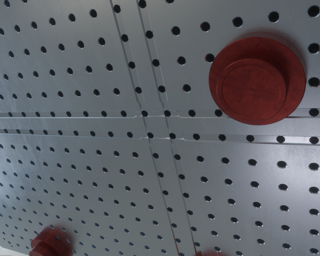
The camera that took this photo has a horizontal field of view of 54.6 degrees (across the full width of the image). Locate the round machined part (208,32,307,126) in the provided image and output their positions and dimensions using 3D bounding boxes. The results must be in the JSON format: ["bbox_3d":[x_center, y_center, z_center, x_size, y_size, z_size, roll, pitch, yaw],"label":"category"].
[{"bbox_3d":[0.097,-0.045,0.321,0.098,0.042,0.097,13,124,21],"label":"round machined part"}]

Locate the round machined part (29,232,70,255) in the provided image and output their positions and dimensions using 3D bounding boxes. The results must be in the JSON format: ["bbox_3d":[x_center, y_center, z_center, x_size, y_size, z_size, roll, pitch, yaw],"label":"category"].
[{"bbox_3d":[-0.264,0.295,0.723,0.098,0.042,0.097,13,124,21],"label":"round machined part"}]
